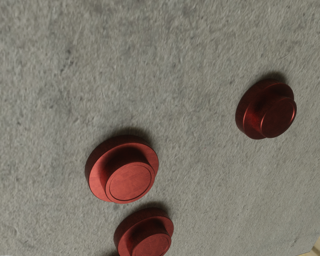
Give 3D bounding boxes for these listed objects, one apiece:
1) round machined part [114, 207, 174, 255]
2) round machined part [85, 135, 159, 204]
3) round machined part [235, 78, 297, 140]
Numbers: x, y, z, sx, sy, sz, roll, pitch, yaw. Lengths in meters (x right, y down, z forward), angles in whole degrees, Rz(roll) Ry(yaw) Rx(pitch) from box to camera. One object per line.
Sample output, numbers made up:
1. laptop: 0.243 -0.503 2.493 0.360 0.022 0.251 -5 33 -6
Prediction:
1. round machined part: -0.021 0.179 0.497 0.099 0.042 0.097 -14 125 -21
2. round machined part: -0.046 0.061 0.410 0.099 0.042 0.097 -14 125 -21
3. round machined part: 0.169 -0.023 0.477 0.099 0.042 0.097 -14 125 -21
